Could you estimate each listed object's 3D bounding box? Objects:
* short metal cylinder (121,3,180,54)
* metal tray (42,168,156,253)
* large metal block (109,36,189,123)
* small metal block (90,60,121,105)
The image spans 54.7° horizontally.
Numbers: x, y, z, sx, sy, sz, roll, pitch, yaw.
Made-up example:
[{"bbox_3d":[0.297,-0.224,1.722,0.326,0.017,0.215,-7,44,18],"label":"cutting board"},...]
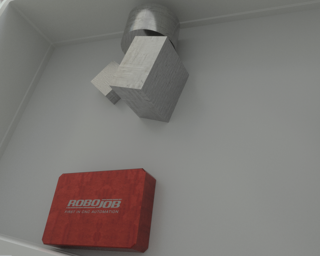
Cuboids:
[{"bbox_3d":[-0.013,-0.135,0.459,0.080,0.080,0.050,-4,60,26],"label":"short metal cylinder"},{"bbox_3d":[-0.074,0.100,0.379,0.130,0.030,0.090,-7,59,24],"label":"metal tray"},{"bbox_3d":[-0.011,-0.064,0.414,0.050,0.080,0.080,11,67,32],"label":"large metal block"},{"bbox_3d":[-0.073,-0.072,0.486,0.050,0.025,0.050,-45,51,-4],"label":"small metal block"}]
